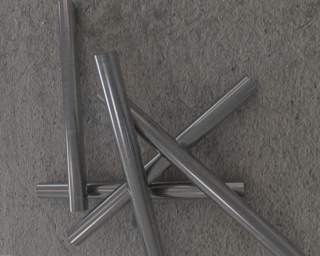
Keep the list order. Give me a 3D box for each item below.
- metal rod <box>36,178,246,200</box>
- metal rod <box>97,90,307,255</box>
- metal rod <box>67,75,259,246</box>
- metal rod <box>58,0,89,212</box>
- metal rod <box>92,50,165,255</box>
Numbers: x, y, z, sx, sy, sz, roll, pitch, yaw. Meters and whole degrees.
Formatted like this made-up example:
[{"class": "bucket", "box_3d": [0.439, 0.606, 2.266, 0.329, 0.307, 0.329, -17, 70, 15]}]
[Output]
[{"class": "metal rod", "box_3d": [-0.039, 0.084, 0.422, 0.301, 0.025, 0.025, -4, 89, 19]}, {"class": "metal rod", "box_3d": [0.046, 0.055, 0.357, 0.300, 0.025, 0.025, 41, 103, 4]}, {"class": "metal rod", "box_3d": [-0.002, 0.045, 0.389, 0.300, 0.025, 0.025, -42, 77, 7]}, {"class": "metal rod", "box_3d": [-0.124, -0.036, 0.437, 0.025, 0.025, 0.298, -9, 82, 20]}, {"class": "metal rod", "box_3d": [-0.028, 0.062, 0.364, 0.025, 0.025, 0.298, -5, 109, 20]}]
